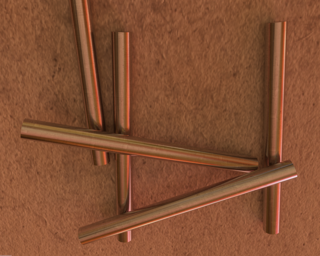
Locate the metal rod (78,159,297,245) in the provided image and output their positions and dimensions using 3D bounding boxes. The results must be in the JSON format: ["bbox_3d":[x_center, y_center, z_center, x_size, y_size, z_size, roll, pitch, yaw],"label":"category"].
[{"bbox_3d":[0.032,0.103,0.420,0.301,0.025,0.025,-19,109,6],"label":"metal rod"}]

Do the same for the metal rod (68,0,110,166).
[{"bbox_3d":[-0.089,-0.093,0.374,0.025,0.025,0.298,-3,110,1],"label":"metal rod"}]

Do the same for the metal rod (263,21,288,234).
[{"bbox_3d":[0.153,0.014,0.417,0.025,0.025,0.298,-6,110,2],"label":"metal rod"}]

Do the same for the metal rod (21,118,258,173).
[{"bbox_3d":[-0.015,0.026,0.396,0.302,0.025,0.025,10,110,-13],"label":"metal rod"}]

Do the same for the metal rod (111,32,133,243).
[{"bbox_3d":[-0.049,0.026,0.418,0.025,0.025,0.298,1,110,-1],"label":"metal rod"}]
